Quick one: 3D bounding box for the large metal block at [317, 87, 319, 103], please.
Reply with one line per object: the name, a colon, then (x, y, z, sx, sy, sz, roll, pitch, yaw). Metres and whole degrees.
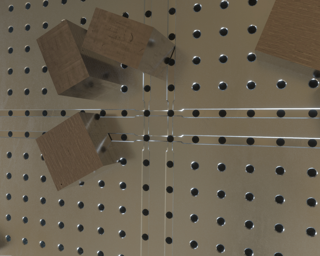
large metal block: (0.219, -0.014, 0.322, 0.080, 0.050, 0.080, -14, 85, 19)

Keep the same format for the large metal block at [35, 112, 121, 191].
large metal block: (-0.115, 0.032, 0.441, 0.080, 0.050, 0.080, -29, 81, 17)

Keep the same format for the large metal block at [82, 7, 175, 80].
large metal block: (-0.037, -0.105, 0.397, 0.080, 0.080, 0.050, 25, 98, 18)

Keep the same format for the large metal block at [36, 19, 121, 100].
large metal block: (-0.108, -0.088, 0.422, 0.050, 0.080, 0.080, -26, 81, 18)

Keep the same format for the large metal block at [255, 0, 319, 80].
large metal block: (0.161, -0.106, 0.342, 0.080, 0.050, 0.080, 24, 98, 18)
